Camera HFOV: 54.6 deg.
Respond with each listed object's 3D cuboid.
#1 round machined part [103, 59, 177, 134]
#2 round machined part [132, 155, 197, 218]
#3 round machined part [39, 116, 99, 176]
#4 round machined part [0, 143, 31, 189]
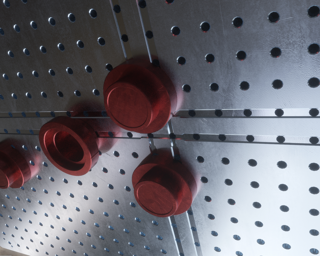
[{"bbox_3d":[-0.032,-0.035,0.396,0.098,0.042,0.097,13,124,21],"label":"round machined part"},{"bbox_3d":[0.001,0.092,0.457,0.098,0.042,0.097,13,124,21],"label":"round machined part"},{"bbox_3d":[-0.137,0.024,0.488,0.098,0.042,0.097,13,124,21],"label":"round machined part"},{"bbox_3d":[-0.311,0.082,0.616,0.098,0.042,0.097,13,124,21],"label":"round machined part"}]
